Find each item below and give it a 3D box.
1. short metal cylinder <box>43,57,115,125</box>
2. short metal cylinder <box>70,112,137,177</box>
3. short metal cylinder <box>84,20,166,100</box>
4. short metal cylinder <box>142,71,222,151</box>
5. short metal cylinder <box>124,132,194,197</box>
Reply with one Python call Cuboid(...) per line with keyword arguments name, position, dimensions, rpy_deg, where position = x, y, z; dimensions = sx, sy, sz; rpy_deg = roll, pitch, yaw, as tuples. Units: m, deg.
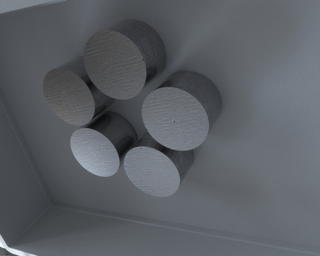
Cuboid(name="short metal cylinder", position=(-0.107, -0.050, 0.415), dimensions=(0.080, 0.050, 0.079), rpy_deg=(13, 124, 21))
Cuboid(name="short metal cylinder", position=(-0.080, 0.023, 0.446), dimensions=(0.080, 0.050, 0.079), rpy_deg=(13, 124, 21))
Cuboid(name="short metal cylinder", position=(-0.041, -0.080, 0.362), dimensions=(0.080, 0.050, 0.079), rpy_deg=(13, 124, 21))
Cuboid(name="short metal cylinder", position=(0.026, -0.020, 0.364), dimensions=(0.080, 0.050, 0.079), rpy_deg=(13, 124, 21))
Cuboid(name="short metal cylinder", position=(-0.001, 0.046, 0.419), dimensions=(0.080, 0.050, 0.079), rpy_deg=(13, 124, 21))
